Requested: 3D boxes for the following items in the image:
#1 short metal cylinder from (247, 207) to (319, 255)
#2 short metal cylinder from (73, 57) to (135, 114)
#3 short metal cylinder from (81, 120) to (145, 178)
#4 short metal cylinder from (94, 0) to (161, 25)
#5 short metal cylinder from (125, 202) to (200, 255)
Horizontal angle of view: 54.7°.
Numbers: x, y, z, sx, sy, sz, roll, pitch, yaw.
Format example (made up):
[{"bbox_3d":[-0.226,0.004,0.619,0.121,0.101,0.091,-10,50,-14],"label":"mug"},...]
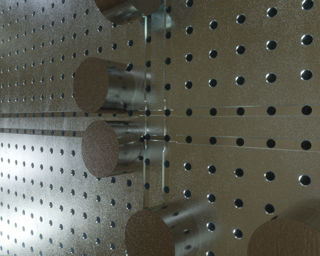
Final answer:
[{"bbox_3d":[0.129,0.118,0.286,0.080,0.050,0.079,0,90,39],"label":"short metal cylinder"},{"bbox_3d":[-0.084,-0.061,0.460,0.080,0.050,0.079,0,90,39],"label":"short metal cylinder"},{"bbox_3d":[-0.068,0.029,0.447,0.080,0.050,0.079,0,90,39],"label":"short metal cylinder"},{"bbox_3d":[-0.043,-0.182,0.407,0.050,0.081,0.080,-5,87,39],"label":"short metal cylinder"},{"bbox_3d":[0.002,0.138,0.390,0.080,0.050,0.079,0,90,39],"label":"short metal cylinder"}]
